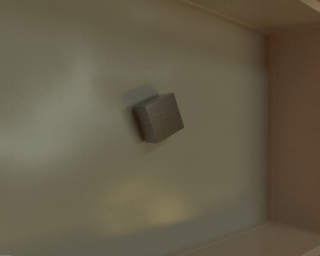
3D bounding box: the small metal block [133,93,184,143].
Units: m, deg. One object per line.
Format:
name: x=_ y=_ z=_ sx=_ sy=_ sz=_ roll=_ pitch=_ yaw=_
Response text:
small metal block: x=-0.001 y=-0.013 z=0.404 sx=0.050 sy=0.025 sz=0.050 roll=-30 pitch=109 yaw=-36
